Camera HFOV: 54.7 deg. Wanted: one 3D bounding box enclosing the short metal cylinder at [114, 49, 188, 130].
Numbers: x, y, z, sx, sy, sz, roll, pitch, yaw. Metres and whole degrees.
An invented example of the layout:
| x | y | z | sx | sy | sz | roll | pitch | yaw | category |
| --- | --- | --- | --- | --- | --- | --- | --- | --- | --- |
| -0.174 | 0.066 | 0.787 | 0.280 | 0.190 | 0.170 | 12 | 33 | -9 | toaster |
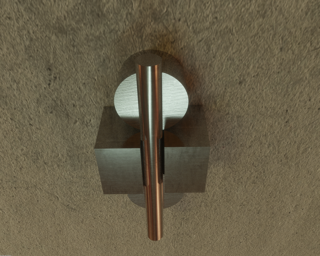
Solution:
| x | y | z | sx | sy | sz | roll | pitch | yaw | category |
| --- | --- | --- | --- | --- | --- | --- | --- | --- | --- |
| -0.009 | -0.043 | 0.356 | 0.081 | 0.050 | 0.079 | 0 | 130 | 0 | short metal cylinder |

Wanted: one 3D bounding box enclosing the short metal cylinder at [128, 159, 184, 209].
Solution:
| x | y | z | sx | sy | sz | roll | pitch | yaw | category |
| --- | --- | --- | --- | --- | --- | --- | --- | --- | --- |
| -0.006 | 0.075 | 0.457 | 0.081 | 0.050 | 0.079 | 0 | 130 | 0 | short metal cylinder |

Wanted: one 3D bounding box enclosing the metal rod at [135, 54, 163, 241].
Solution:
| x | y | z | sx | sy | sz | roll | pitch | yaw | category |
| --- | --- | --- | --- | --- | --- | --- | --- | --- | --- |
| -0.009 | 0.050 | 0.385 | 0.025 | 0.025 | 0.298 | -1 | 130 | 0 | metal rod |

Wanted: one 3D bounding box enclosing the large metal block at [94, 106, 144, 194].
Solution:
| x | y | z | sx | sy | sz | roll | pitch | yaw | category |
| --- | --- | --- | --- | --- | --- | --- | --- | --- | --- |
| -0.046 | 0.027 | 0.395 | 0.050 | 0.080 | 0.079 | -1 | 130 | 0 | large metal block |

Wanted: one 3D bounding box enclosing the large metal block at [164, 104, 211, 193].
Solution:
| x | y | z | sx | sy | sz | roll | pitch | yaw | category |
| --- | --- | --- | --- | --- | --- | --- | --- | --- | --- |
| 0.031 | 0.025 | 0.394 | 0.050 | 0.080 | 0.079 | -1 | 130 | 0 | large metal block |
